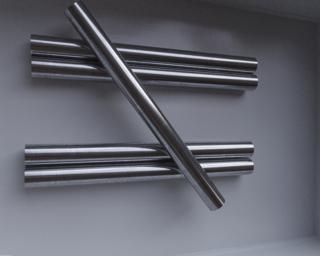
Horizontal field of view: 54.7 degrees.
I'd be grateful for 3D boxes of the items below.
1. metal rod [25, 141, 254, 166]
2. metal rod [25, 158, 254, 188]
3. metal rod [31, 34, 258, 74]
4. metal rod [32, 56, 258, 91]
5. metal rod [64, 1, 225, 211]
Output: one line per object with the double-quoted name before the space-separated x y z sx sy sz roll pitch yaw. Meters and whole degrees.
"metal rod" -0.011 0.031 0.404 0.302 0.025 0.025 0 90 -20
"metal rod" -0.011 0.056 0.404 0.302 0.025 0.025 0 90 -20
"metal rod" -0.005 -0.093 0.406 0.302 0.025 0.025 1 90 -20
"metal rod" -0.005 -0.068 0.407 0.302 0.025 0.025 1 90 -20
"metal rod" -0.011 -0.017 0.379 0.025 0.025 0.299 -40 103 -16
